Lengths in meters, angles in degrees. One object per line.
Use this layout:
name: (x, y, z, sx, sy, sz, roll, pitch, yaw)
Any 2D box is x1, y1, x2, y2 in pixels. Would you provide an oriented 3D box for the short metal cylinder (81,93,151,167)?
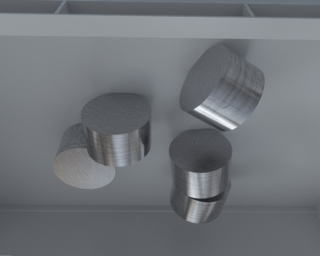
short metal cylinder: (-0.051, 0.000, 0.373, 0.081, 0.080, 0.050, 1, 130, -1)

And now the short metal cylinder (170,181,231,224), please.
short metal cylinder: (0.057, 0.090, 0.450, 0.081, 0.080, 0.050, 5, 130, -4)

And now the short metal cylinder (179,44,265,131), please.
short metal cylinder: (0.065, -0.043, 0.337, 0.050, 0.080, 0.080, 27, 125, -21)

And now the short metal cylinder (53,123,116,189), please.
short metal cylinder: (-0.099, 0.039, 0.424, 0.081, 0.050, 0.079, 0, 130, 0)

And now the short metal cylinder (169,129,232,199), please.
short metal cylinder: (0.054, 0.046, 0.413, 0.080, 0.080, 0.050, -4, 130, 3)
